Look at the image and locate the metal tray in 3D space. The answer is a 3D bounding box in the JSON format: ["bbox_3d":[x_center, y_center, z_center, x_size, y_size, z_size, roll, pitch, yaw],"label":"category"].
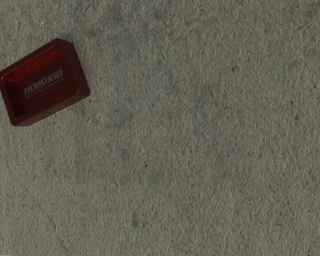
[{"bbox_3d":[-0.178,-0.066,0.469,0.130,0.030,0.090,-23,83,18],"label":"metal tray"}]
